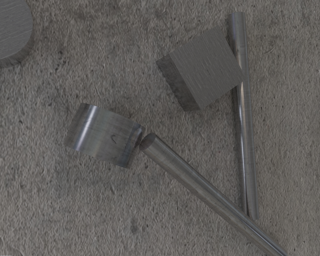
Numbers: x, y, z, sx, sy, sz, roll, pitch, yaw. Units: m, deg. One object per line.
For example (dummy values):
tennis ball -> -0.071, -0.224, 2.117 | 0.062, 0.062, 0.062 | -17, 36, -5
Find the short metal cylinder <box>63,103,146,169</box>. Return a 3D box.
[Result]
short metal cylinder -> -0.063, 0.010, 0.357 | 0.080, 0.080, 0.050 | 23, 82, -19

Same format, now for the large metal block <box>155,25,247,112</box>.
large metal block -> 0.054, -0.078, 0.416 | 0.080, 0.050, 0.080 | -34, 101, -17

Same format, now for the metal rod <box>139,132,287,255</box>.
metal rod -> 0.085, 0.106, 0.412 | 0.300, 0.025, 0.025 | 42, 77, -26

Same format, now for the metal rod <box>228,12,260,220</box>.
metal rod -> 0.123, -0.016, 0.454 | 0.025, 0.025, 0.298 | -5, 92, -20

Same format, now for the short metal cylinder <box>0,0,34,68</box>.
short metal cylinder -> -0.178, -0.108, 0.330 | 0.081, 0.050, 0.080 | 0, 90, -20
